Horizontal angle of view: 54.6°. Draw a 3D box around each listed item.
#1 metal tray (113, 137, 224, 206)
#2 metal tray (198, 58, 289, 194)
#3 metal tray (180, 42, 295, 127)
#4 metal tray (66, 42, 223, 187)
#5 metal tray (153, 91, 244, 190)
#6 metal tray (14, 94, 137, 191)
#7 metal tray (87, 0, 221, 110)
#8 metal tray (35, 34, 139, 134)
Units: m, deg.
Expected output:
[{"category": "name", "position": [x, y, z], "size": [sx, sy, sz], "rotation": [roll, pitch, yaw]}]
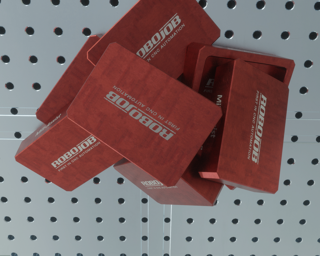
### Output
[{"category": "metal tray", "position": [0.005, 0.058, 0.385], "size": [0.090, 0.130, 0.030], "rotation": [41, 63, -15]}, {"category": "metal tray", "position": [0.096, 0.000, 0.344], "size": [0.091, 0.030, 0.130], "rotation": [19, 74, -29]}, {"category": "metal tray", "position": [0.090, -0.047, 0.370], "size": [0.131, 0.030, 0.089], "rotation": [2, 111, -22]}, {"category": "metal tray", "position": [-0.016, -0.014, 0.311], "size": [0.130, 0.030, 0.090], "rotation": [34, 93, 9]}, {"category": "metal tray", "position": [0.050, 0.007, 0.382], "size": [0.130, 0.090, 0.030], "rotation": [43, 105, -13]}, {"category": "metal tray", "position": [-0.105, 0.023, 0.394], "size": [0.130, 0.030, 0.090], "rotation": [-33, 123, 23]}, {"category": "metal tray", "position": [-0.007, -0.096, 0.355], "size": [0.130, 0.030, 0.090], "rotation": [-45, 107, 0]}, {"category": "metal tray", "position": [-0.083, -0.041, 0.394], "size": [0.090, 0.030, 0.130], "rotation": [37, 106, -13]}]
